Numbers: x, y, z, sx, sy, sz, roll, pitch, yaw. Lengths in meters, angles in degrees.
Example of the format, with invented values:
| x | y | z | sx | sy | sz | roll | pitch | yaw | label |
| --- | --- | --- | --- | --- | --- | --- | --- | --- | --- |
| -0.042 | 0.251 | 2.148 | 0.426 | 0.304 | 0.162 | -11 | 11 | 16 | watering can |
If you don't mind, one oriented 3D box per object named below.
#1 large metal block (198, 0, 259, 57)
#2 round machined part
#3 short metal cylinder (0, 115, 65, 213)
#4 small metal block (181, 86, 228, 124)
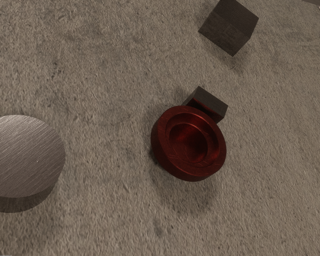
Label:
| x | y | z | sx | sy | sz | roll | pitch | yaw | label |
| --- | --- | --- | --- | --- | --- | --- | --- | --- | --- |
| 0.129 | -0.193 | 0.578 | 0.080 | 0.050 | 0.080 | 35 | 51 | -6 | large metal block |
| 0.032 | 0.023 | 0.398 | 0.099 | 0.042 | 0.098 | 14 | 56 | -21 | round machined part |
| -0.136 | 0.034 | 0.294 | 0.081 | 0.050 | 0.080 | 14 | 56 | -21 | short metal cylinder |
| 0.058 | -0.024 | 0.436 | 0.050 | 0.050 | 0.025 | 33 | 51 | -7 | small metal block |
